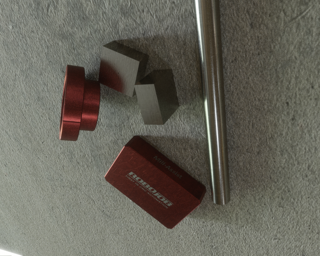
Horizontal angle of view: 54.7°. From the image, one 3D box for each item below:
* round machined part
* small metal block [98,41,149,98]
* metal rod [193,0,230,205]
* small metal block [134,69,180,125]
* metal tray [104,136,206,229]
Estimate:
[{"bbox_3d":[-0.105,-0.031,0.406,0.042,0.098,0.097,6,130,-20],"label":"round machined part"},{"bbox_3d":[-0.046,-0.073,0.384,0.050,0.025,0.050,25,127,12],"label":"small metal block"},{"bbox_3d":[0.061,-0.034,0.352,0.025,0.025,0.298,5,121,25],"label":"metal rod"},{"bbox_3d":[-0.002,-0.037,0.367,0.025,0.050,0.050,1,119,27],"label":"small metal block"},{"bbox_3d":[-0.009,0.082,0.458,0.130,0.030,0.089,37,129,2],"label":"metal tray"}]
